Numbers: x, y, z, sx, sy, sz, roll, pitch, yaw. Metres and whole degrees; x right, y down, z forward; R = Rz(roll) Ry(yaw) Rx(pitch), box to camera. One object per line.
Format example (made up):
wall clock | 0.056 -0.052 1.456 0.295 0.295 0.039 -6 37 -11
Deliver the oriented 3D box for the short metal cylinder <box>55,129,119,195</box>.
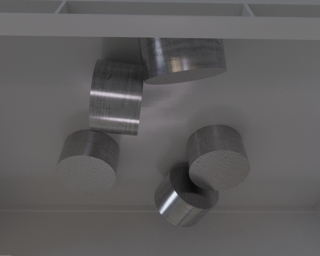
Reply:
short metal cylinder | -0.099 0.048 0.433 0.081 0.050 0.079 0 130 0

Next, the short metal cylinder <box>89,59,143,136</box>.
short metal cylinder | -0.046 -0.033 0.344 0.050 0.080 0.079 6 130 -5

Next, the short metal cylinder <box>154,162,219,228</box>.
short metal cylinder | 0.039 0.098 0.456 0.080 0.080 0.050 20 127 -17

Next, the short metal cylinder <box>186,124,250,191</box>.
short metal cylinder | 0.079 0.042 0.429 0.081 0.050 0.079 0 130 0

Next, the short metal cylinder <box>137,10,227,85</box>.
short metal cylinder | 0.021 -0.074 0.301 0.080 0.080 0.050 -8 91 6
